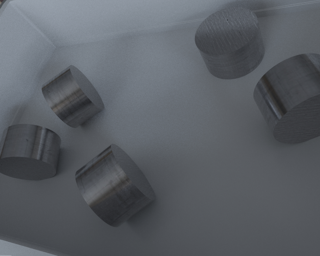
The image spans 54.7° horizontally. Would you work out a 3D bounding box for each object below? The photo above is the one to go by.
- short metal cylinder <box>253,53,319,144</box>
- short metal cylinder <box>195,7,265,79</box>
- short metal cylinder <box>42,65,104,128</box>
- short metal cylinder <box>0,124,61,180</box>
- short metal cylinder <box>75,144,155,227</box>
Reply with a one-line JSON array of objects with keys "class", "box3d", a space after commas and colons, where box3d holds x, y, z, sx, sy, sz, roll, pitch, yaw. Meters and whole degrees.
[{"class": "short metal cylinder", "box3d": [0.143, -0.028, 0.312, 0.080, 0.080, 0.050, -24, 53, 13]}, {"class": "short metal cylinder", "box3d": [0.092, -0.111, 0.409, 0.080, 0.050, 0.080, -13, 56, 20]}, {"class": "short metal cylinder", "box3d": [-0.129, -0.047, 0.465, 0.050, 0.080, 0.080, -34, 52, 6]}, {"class": "short metal cylinder", "box3d": [-0.187, 0.036, 0.444, 0.080, 0.080, 0.050, -14, 56, 20]}, {"class": "short metal cylinder", "box3d": [-0.050, 0.065, 0.356, 0.050, 0.080, 0.080, -38, 51, 3]}]
